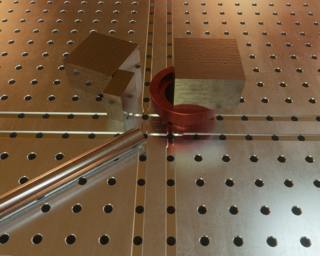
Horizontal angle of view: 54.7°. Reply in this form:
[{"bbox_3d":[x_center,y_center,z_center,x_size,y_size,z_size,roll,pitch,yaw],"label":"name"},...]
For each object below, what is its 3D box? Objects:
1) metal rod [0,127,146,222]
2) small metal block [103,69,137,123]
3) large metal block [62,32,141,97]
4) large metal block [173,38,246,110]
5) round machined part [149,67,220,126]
[{"bbox_3d":[-0.149,0.075,0.343,0.302,0.025,0.025,-28,56,-22],"label":"metal rod"},{"bbox_3d":[-0.054,-0.044,0.428,0.025,0.050,0.050,14,52,11],"label":"small metal block"},{"bbox_3d":[-0.085,-0.095,0.470,0.080,0.050,0.080,19,53,15],"label":"large metal block"},{"bbox_3d":[0.058,-0.070,0.396,0.081,0.050,0.080,1,50,0],"label":"large metal block"},{"bbox_3d":[0.035,-0.041,0.431,0.099,0.042,0.098,0,50,0],"label":"round machined part"}]
